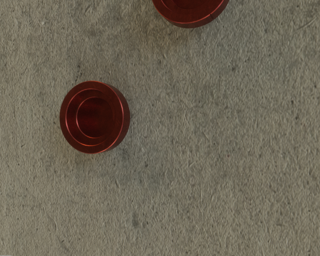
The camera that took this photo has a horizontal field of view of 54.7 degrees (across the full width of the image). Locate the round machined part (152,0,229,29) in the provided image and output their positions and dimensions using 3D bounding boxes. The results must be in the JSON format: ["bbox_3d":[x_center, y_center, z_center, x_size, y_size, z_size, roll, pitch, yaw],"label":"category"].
[{"bbox_3d":[0.041,-0.172,0.385,0.098,0.042,0.097,0,90,20],"label":"round machined part"}]

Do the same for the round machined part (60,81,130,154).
[{"bbox_3d":[-0.086,-0.014,0.430,0.098,0.042,0.097,0,90,20],"label":"round machined part"}]
